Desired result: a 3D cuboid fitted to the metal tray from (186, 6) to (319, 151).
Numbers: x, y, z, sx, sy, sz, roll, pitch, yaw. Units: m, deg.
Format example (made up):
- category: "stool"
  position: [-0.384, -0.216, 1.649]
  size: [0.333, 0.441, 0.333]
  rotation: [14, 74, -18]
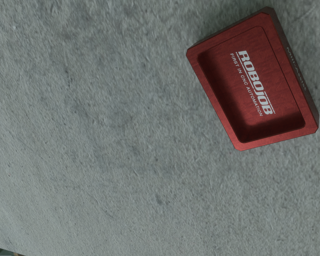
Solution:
- category: "metal tray"
  position: [0.097, -0.045, 0.324]
  size: [0.090, 0.030, 0.130]
  rotation: [-20, 108, 35]
